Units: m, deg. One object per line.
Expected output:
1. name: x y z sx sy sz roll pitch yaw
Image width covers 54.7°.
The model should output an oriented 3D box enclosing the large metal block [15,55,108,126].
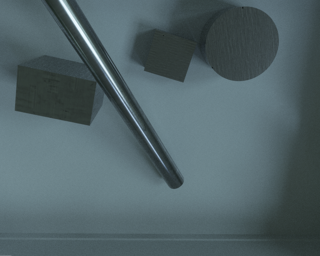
1. large metal block: -0.110 -0.047 0.363 0.081 0.080 0.050 12 110 -5

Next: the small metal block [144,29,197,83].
1. small metal block: 0.012 -0.089 0.379 0.050 0.025 0.050 16 109 -6

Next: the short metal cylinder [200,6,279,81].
1. short metal cylinder: 0.090 -0.099 0.363 0.081 0.050 0.079 0 110 -1

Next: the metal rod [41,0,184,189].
1. metal rod: -0.036 -0.024 0.347 0.025 0.025 0.299 -24 130 8
